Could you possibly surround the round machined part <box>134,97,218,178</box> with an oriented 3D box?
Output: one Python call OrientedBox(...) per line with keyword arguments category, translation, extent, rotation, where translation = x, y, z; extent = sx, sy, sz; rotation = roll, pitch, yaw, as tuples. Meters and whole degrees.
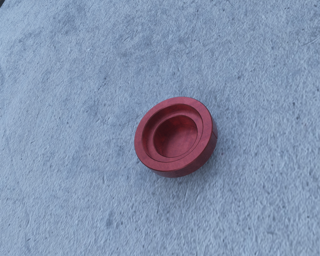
OrientedBox(category="round machined part", translation=(0.022, 0.014, 0.374), extent=(0.098, 0.042, 0.098), rotation=(-13, 56, 21))
